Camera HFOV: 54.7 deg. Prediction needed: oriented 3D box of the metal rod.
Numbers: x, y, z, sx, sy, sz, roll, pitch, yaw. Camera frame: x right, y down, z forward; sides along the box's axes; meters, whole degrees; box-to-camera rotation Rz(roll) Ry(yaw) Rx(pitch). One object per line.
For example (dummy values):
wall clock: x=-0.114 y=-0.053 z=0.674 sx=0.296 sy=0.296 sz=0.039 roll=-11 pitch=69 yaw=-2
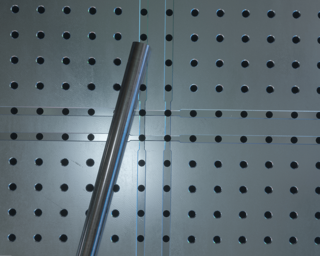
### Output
metal rod: x=-0.063 y=0.034 z=0.412 sx=0.025 sy=0.025 sz=0.298 roll=15 pitch=90 yaw=-1
